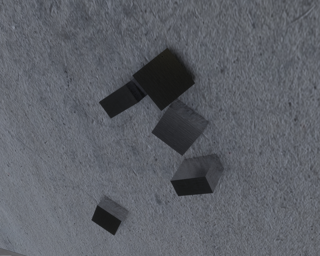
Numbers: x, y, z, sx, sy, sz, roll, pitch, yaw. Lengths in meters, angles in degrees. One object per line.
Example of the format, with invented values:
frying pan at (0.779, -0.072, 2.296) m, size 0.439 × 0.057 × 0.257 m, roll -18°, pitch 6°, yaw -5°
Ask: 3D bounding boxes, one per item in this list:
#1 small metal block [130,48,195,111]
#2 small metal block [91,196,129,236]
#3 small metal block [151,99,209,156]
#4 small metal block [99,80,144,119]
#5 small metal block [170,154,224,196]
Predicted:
small metal block at (0.003, -0.054, 0.354) m, size 0.050 × 0.050 × 0.025 m, roll 51°, pitch 173°, yaw -8°
small metal block at (-0.089, 0.156, 0.551) m, size 0.050 × 0.025 × 0.050 m, roll 31°, pitch 129°, yaw 7°
small metal block at (0.025, -0.001, 0.393) m, size 0.050 × 0.025 × 0.050 m, roll 37°, pitch 129°, yaw 3°
small metal block at (-0.039, -0.042, 0.385) m, size 0.050 × 0.050 × 0.025 m, roll -26°, pitch 104°, yaw 37°
small metal block at (0.049, 0.061, 0.403) m, size 0.050 × 0.050 × 0.025 m, roll -14°, pitch 111°, yaw 34°
